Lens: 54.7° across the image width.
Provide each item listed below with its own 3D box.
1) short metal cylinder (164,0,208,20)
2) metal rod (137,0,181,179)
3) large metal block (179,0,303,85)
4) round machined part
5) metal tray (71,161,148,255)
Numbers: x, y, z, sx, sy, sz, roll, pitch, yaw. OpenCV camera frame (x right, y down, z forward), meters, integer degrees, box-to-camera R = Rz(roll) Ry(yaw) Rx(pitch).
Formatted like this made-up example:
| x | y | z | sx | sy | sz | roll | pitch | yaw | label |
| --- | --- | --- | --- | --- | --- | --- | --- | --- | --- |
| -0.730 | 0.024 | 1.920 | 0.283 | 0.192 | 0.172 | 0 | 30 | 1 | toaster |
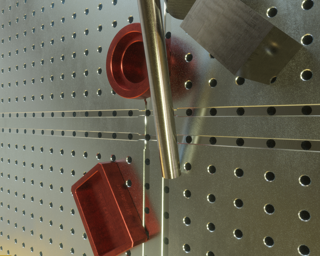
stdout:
| x | y | z | sx | sy | sz | roll | pitch | yaw | label |
| --- | --- | --- | --- | --- | --- | --- | --- | --- | --- |
| 0.038 | -0.165 | 0.341 | 0.080 | 0.081 | 0.050 | -29 | 72 | 36 | short metal cylinder |
| -0.004 | -0.082 | 0.355 | 0.025 | 0.025 | 0.298 | 6 | 112 | 39 | metal rod |
| 0.081 | -0.091 | 0.306 | 0.080 | 0.081 | 0.050 | 51 | 120 | 28 | large metal block |
| -0.024 | -0.087 | 0.416 | 0.098 | 0.042 | 0.097 | 0 | 90 | 39 | round machined part |
| -0.081 | 0.127 | 0.470 | 0.090 | 0.030 | 0.130 | -40 | 66 | 32 | metal tray |
